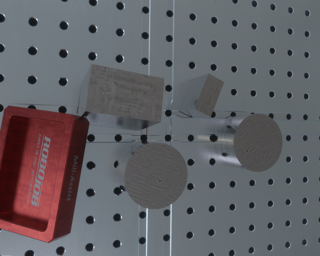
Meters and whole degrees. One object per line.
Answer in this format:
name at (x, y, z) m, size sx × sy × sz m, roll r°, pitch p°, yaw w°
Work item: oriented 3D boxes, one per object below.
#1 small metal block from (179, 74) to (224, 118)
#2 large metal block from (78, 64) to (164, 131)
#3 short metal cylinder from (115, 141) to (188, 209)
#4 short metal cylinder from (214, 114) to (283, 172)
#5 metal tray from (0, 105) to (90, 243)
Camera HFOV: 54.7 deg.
small metal block at (0.055, -0.042, 0.420) m, size 0.025 × 0.050 × 0.050 m, roll 25°, pitch 82°, yaw -19°
large metal block at (-0.049, -0.031, 0.362) m, size 0.081 × 0.080 × 0.050 m, roll 8°, pitch 80°, yaw -20°
short metal cylinder at (-0.012, 0.057, 0.395) m, size 0.081 × 0.050 × 0.079 m, roll 0°, pitch 90°, yaw -20°
short metal cylinder at (0.127, 0.020, 0.446) m, size 0.081 × 0.050 × 0.079 m, roll 0°, pitch 90°, yaw -20°
metal tray at (-0.133, 0.046, 0.334) m, size 0.090 × 0.030 × 0.129 m, roll 8°, pitch 87°, yaw 18°
